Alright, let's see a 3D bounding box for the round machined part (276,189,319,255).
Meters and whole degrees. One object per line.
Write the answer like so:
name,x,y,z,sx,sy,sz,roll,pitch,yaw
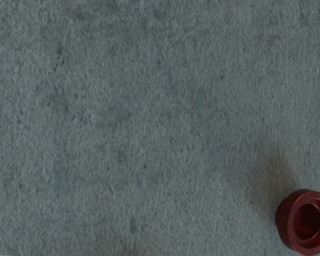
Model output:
round machined part,0.223,0.144,0.485,0.099,0.042,0.097,0,90,-21
